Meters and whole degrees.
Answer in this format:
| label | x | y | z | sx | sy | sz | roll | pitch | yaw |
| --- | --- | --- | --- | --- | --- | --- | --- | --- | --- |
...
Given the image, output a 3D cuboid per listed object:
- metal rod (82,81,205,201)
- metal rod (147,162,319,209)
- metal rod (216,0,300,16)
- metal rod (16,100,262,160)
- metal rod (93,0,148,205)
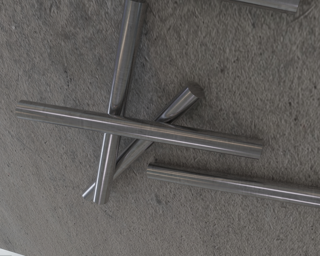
| label | x | y | z | sx | sy | sz | roll | pitch | yaw |
| --- | --- | --- | --- | --- | --- | --- | --- | --- | --- |
| metal rod | -0.042 | 0.037 | 0.451 | 0.025 | 0.025 | 0.299 | 44 | 129 | -2 |
| metal rod | 0.122 | 0.075 | 0.388 | 0.301 | 0.025 | 0.025 | 6 | 121 | 25 |
| metal rod | -0.013 | -0.158 | 0.315 | 0.301 | 0.025 | 0.025 | 19 | 126 | 17 |
| metal rod | -0.031 | 0.000 | 0.381 | 0.301 | 0.025 | 0.025 | 9 | 124 | 7 |
| metal rod | -0.059 | -0.014 | 0.409 | 0.025 | 0.025 | 0.298 | 23 | 121 | 14 |
